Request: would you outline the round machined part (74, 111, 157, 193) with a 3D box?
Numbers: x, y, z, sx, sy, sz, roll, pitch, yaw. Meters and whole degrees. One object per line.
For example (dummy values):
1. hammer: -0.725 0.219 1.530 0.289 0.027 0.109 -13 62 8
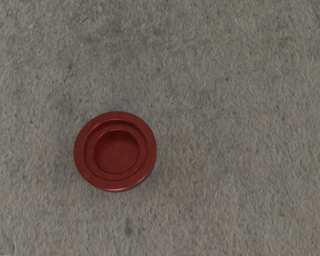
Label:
1. round machined part: -0.053 0.032 0.387 0.099 0.042 0.098 0 70 -1
